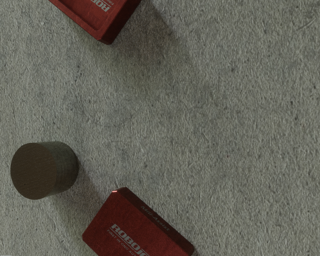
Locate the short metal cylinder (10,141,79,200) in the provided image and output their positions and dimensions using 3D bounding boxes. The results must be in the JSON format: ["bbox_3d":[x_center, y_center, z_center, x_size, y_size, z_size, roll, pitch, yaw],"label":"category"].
[{"bbox_3d":[-0.169,0.060,0.455,0.080,0.050,0.080,0,90,20],"label":"short metal cylinder"}]

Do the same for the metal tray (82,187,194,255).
[{"bbox_3d":[-0.032,0.155,0.417,0.130,0.030,0.090,38,102,16],"label":"metal tray"}]

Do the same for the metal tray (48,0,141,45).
[{"bbox_3d":[-0.098,-0.192,0.440,0.130,0.030,0.090,41,103,15],"label":"metal tray"}]
